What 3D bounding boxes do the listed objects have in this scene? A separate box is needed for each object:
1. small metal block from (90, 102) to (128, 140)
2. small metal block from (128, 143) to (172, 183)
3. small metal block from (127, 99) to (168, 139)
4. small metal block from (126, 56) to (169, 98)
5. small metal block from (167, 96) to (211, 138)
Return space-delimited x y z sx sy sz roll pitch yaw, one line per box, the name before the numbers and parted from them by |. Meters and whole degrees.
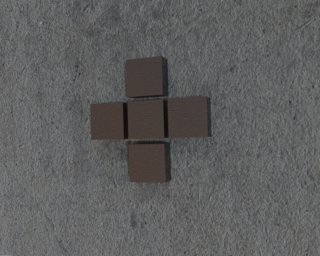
small metal block | -0.068 -0.009 0.433 0.050 0.025 0.050 -2 89 19
small metal block | -0.013 0.046 0.414 0.050 0.025 0.050 -2 89 19
small metal block | -0.015 -0.011 0.415 0.050 0.025 0.050 -2 89 19
small metal block | -0.017 -0.067 0.415 0.050 0.025 0.050 -2 89 19
small metal block | 0.038 -0.013 0.396 0.050 0.025 0.050 -2 89 19
